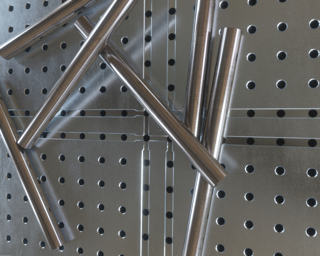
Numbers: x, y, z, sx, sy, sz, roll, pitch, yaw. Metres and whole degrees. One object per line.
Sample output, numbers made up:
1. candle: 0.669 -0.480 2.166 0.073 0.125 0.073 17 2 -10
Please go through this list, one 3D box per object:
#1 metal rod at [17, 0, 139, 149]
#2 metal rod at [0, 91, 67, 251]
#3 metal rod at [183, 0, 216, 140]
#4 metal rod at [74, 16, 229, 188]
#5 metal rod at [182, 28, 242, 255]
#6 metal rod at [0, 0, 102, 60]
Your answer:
1. metal rod: -0.118 -0.076 0.429 0.025 0.025 0.299 49 115 13
2. metal rod: -0.221 0.049 0.491 0.025 0.025 0.299 -31 80 17
3. metal rod: 0.054 -0.122 0.393 0.025 0.025 0.298 7 92 20
4. metal rod: -0.022 -0.046 0.403 0.025 0.025 0.300 -46 69 14
5. metal rod: 0.064 0.027 0.390 0.025 0.025 0.298 11 94 20
6. metal rod: -0.122 -0.181 0.456 0.300 0.025 0.025 -25 82 18
